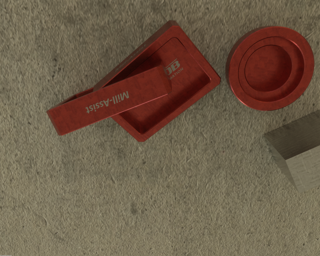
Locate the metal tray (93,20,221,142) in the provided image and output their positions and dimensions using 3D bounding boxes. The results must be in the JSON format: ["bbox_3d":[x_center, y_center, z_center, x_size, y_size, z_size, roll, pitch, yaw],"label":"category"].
[{"bbox_3d":[-0.005,-0.052,0.375,0.130,0.030,0.090,-38,117,15],"label":"metal tray"}]

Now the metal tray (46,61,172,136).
[{"bbox_3d":[-0.052,-0.039,0.359,0.130,0.090,0.030,-21,105,7],"label":"metal tray"}]

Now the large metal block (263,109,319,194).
[{"bbox_3d":[0.190,0.027,0.393,0.080,0.080,0.050,-26,108,9],"label":"large metal block"}]

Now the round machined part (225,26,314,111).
[{"bbox_3d":[0.128,-0.073,0.376,0.099,0.042,0.097,0,110,-1],"label":"round machined part"}]
